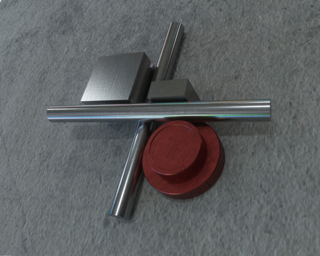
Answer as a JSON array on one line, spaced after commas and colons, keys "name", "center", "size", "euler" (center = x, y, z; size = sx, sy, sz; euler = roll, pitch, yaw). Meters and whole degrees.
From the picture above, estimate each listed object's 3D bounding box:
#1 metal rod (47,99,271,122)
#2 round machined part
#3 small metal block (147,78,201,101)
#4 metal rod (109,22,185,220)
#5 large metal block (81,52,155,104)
[{"name": "metal rod", "center": [-0.018, -0.020, 0.394], "size": [0.301, 0.025, 0.025], "euler": [0, 62, 23]}, {"name": "round machined part", "center": [0.022, 0.030, 0.362], "size": [0.098, 0.042, 0.098], "euler": [-13, 56, 20]}, {"name": "small metal block", "center": [0.019, -0.037, 0.401], "size": [0.050, 0.050, 0.025], "euler": [-1, 61, 27]}, {"name": "metal rod", "center": [-0.011, -0.026, 0.426], "size": [0.025, 0.025, 0.300], "euler": [2, 62, 29]}, {"name": "large metal block", "center": [-0.057, -0.061, 0.454], "size": [0.080, 0.050, 0.080], "euler": [1, 62, 28]}]
